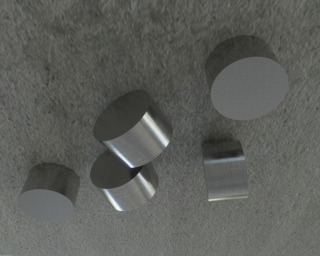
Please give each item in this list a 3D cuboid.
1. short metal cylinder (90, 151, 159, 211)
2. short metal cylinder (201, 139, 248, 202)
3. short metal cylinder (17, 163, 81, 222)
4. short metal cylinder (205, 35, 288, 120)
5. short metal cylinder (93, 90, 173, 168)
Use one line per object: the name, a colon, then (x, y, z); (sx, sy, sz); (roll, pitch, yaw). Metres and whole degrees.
short metal cylinder: (-0.048, 0.066, 0.427); (0.080, 0.080, 0.050); (-15, 129, 12)
short metal cylinder: (0.086, 0.058, 0.422); (0.050, 0.080, 0.080); (-7, 130, 5)
short metal cylinder: (-0.167, 0.099, 0.472); (0.081, 0.050, 0.079); (0, 130, 0)
short metal cylinder: (0.094, -0.055, 0.345); (0.081, 0.050, 0.079); (0, 130, 0)
short metal cylinder: (-0.032, 0.000, 0.371); (0.080, 0.080, 0.050); (-25, 126, 19)
